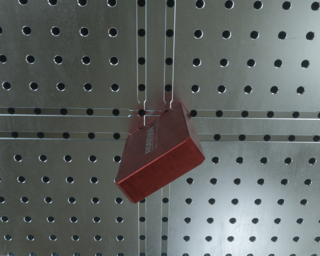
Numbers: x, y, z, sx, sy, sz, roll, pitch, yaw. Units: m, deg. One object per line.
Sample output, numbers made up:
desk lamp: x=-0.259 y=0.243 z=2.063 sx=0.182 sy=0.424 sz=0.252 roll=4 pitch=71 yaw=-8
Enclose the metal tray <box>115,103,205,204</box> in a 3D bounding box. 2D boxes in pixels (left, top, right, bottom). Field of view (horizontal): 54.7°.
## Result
metal tray: x=-0.001 y=0.023 z=0.366 sx=0.090 sy=0.130 sz=0.030 roll=-33 pitch=107 yaw=11
